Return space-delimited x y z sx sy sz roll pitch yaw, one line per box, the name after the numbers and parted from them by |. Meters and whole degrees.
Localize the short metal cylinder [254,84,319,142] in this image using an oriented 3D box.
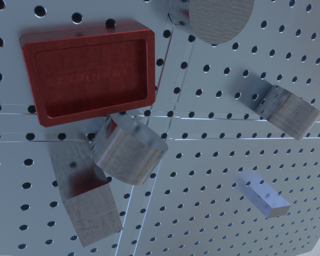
0.190 -0.023 0.465 0.080 0.080 0.050 24 105 -37 | short metal cylinder

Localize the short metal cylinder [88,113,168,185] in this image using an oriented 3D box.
-0.037 0.023 0.369 0.080 0.080 0.050 25 105 -37 | short metal cylinder

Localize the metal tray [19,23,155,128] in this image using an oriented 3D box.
-0.071 -0.058 0.332 0.131 0.030 0.089 -14 124 -21 | metal tray

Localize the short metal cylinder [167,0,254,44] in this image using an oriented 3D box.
0.055 -0.138 0.339 0.081 0.050 0.079 -14 124 -21 | short metal cylinder

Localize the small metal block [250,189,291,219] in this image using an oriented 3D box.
0.214 0.146 0.602 0.050 0.050 0.025 0 119 -29 | small metal block

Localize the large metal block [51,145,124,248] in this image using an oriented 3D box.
-0.089 0.080 0.377 0.050 0.080 0.080 -21 126 -16 | large metal block
